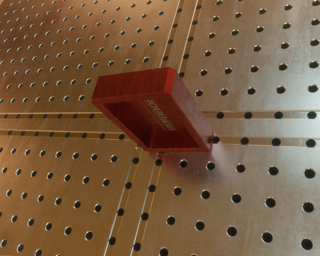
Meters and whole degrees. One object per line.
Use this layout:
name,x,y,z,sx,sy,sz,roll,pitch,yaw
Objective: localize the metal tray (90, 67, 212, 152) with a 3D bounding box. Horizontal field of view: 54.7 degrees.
metal tray,-0.003,-0.013,0.349,0.090,0.130,0.030,-3,61,27
